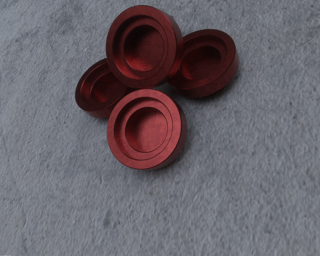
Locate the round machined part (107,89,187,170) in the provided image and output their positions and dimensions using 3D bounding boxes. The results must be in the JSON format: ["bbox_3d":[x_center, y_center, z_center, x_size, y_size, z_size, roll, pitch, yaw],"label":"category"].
[{"bbox_3d":[-0.013,0.004,0.384,0.098,0.042,0.098,-4,78,22],"label":"round machined part"}]

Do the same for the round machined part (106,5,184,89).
[{"bbox_3d":[-0.015,-0.099,0.387,0.098,0.042,0.097,5,101,26],"label":"round machined part"}]

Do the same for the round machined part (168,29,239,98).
[{"bbox_3d":[0.056,-0.080,0.412,0.098,0.042,0.098,-13,56,20],"label":"round machined part"}]

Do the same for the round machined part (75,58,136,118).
[{"bbox_3d":[-0.074,-0.056,0.465,0.098,0.042,0.098,-13,56,20],"label":"round machined part"}]

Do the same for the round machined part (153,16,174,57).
[{"bbox_3d":[-0.020,-0.131,0.464,0.098,0.042,0.098,-18,24,8],"label":"round machined part"}]
